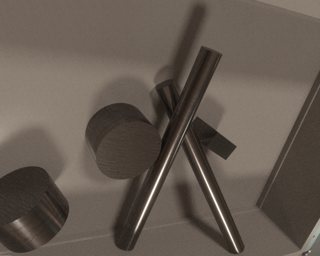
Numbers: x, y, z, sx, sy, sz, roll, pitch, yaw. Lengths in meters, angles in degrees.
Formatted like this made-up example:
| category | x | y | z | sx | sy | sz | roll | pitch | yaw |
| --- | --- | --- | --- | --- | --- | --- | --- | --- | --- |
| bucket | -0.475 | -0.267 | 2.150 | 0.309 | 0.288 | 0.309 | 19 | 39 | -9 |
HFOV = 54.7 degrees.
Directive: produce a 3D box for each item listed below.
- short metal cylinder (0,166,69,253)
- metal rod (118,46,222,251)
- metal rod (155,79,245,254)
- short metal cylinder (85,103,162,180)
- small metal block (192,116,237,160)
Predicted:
| category | x | y | z | sx | sy | sz | roll | pitch | yaw |
| --- | --- | --- | --- | --- | --- | --- | --- | --- | --- |
| short metal cylinder | -0.151 | 0.089 | 0.347 | 0.080 | 0.080 | 0.050 | -27 | 128 | -12 |
| metal rod | 0.004 | 0.042 | 0.396 | 0.025 | 0.025 | 0.298 | 8 | 116 | -32 |
| metal rod | 0.065 | 0.069 | 0.440 | 0.025 | 0.025 | 0.299 | -30 | 114 | -10 |
| short metal cylinder | -0.045 | 0.016 | 0.379 | 0.081 | 0.050 | 0.079 | -14 | 124 | -21 |
| small metal block | 0.074 | 0.014 | 0.443 | 0.050 | 0.050 | 0.025 | 32 | 98 | -39 |
